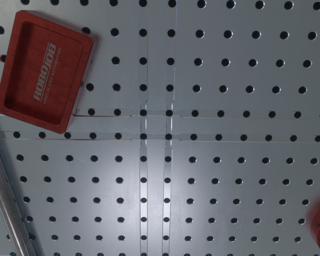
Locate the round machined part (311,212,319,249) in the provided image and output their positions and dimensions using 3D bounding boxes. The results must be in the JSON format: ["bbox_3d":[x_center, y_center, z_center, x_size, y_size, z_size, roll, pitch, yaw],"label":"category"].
[{"bbox_3d":[0.286,0.160,0.466,0.099,0.042,0.097,0,110,0],"label":"round machined part"}]

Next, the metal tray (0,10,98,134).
[{"bbox_3d":[-0.141,-0.067,0.384,0.090,0.030,0.129,20,109,-8],"label":"metal tray"}]

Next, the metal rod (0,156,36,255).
[{"bbox_3d":[-0.223,0.108,0.450,0.025,0.025,0.298,-8,110,3],"label":"metal rod"}]
